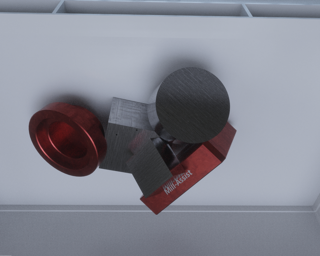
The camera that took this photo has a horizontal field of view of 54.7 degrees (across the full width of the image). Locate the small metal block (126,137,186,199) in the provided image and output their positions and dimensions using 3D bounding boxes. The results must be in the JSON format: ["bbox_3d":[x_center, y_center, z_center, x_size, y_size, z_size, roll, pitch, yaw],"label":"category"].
[{"bbox_3d":[-0.006,0.046,0.362,0.025,0.050,0.050,-4,146,-52],"label":"small metal block"}]

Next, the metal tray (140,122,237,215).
[{"bbox_3d":[0.037,0.048,0.404,0.030,0.090,0.129,44,121,0],"label":"metal tray"}]

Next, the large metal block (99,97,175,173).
[{"bbox_3d":[-0.030,0.014,0.403,0.081,0.050,0.079,11,129,-10],"label":"large metal block"}]

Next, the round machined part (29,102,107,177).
[{"bbox_3d":[-0.109,0.010,0.388,0.098,0.042,0.097,13,127,18],"label":"round machined part"}]

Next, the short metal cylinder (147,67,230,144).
[{"bbox_3d":[0.030,-0.022,0.344,0.081,0.080,0.050,12,173,-11],"label":"short metal cylinder"}]
